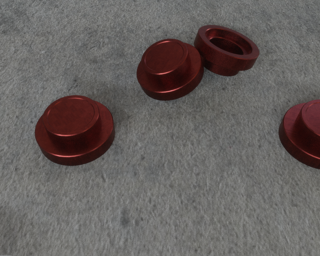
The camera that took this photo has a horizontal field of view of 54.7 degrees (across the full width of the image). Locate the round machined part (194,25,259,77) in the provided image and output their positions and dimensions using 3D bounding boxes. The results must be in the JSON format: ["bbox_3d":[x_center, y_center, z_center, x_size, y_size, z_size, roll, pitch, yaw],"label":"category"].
[{"bbox_3d":[0.099,-0.116,0.480,0.099,0.042,0.098,11,42,-10],"label":"round machined part"}]

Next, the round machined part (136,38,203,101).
[{"bbox_3d":[0.011,-0.091,0.451,0.098,0.042,0.098,-9,56,14],"label":"round machined part"}]

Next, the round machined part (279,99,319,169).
[{"bbox_3d":[0.207,0.002,0.394,0.099,0.042,0.098,0,50,0],"label":"round machined part"}]

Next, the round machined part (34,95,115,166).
[{"bbox_3d":[-0.109,-0.004,0.394,0.099,0.042,0.098,0,50,0],"label":"round machined part"}]
